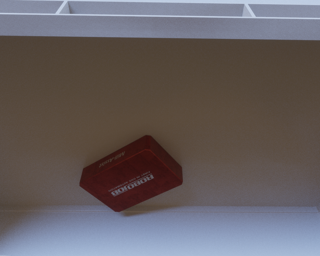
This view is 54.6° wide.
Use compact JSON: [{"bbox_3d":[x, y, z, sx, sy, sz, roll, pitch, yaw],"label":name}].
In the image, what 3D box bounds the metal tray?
[{"bbox_3d":[-0.043,0.073,0.467,0.130,0.030,0.090,-28,125,22],"label":"metal tray"}]
